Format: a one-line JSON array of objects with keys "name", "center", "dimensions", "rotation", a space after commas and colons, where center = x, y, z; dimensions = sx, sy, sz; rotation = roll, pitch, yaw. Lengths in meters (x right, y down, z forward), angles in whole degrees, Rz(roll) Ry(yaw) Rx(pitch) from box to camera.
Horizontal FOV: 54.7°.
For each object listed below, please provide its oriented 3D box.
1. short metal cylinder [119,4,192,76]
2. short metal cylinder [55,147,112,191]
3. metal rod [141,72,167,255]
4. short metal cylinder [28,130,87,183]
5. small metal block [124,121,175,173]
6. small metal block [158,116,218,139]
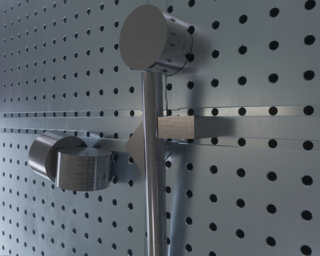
[{"name": "short metal cylinder", "center": [-0.006, -0.110, 0.398], "dimensions": [0.080, 0.050, 0.080], "rotation": [-1, 89, 40]}, {"name": "short metal cylinder", "center": [-0.115, 0.060, 0.468], "dimensions": [0.080, 0.081, 0.050], "rotation": [8, 96, 39]}, {"name": "metal rod", "center": [-0.005, 0.081, 0.389], "dimensions": [0.025, 0.025, 0.298], "rotation": [5, 101, 40]}, {"name": "short metal cylinder", "center": [-0.165, 0.048, 0.510], "dimensions": [0.050, 0.081, 0.079], "rotation": [13, 98, 39]}, {"name": "small metal block", "center": [-0.015, 0.025, 0.422], "dimensions": [0.050, 0.025, 0.050], "rotation": [-52, 60, 27]}, {"name": "small metal block", "center": [0.033, -0.001, 0.366], "dimensions": [0.050, 0.050, 0.025], "rotation": [-1, 90, 40]}]
